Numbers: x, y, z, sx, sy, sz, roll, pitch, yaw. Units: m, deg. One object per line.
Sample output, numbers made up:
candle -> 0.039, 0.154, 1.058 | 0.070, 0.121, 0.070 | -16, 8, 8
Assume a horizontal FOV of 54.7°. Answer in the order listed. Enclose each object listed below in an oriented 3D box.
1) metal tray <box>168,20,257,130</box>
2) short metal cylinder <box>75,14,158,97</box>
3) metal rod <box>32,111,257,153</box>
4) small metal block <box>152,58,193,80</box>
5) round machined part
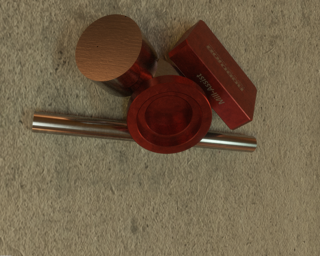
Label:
metal tray -> 0.075, -0.071, 0.408 | 0.130, 0.030, 0.090 | 47, 37, -14
short metal cylinder -> -0.049, -0.082, 0.358 | 0.080, 0.050, 0.080 | -5, 74, 18
metal rod -> -0.005, 0.008, 0.409 | 0.302, 0.025, 0.025 | 6, 88, -20
small metal block -> 0.008, -0.062, 0.398 | 0.050, 0.050, 0.025 | 25, 82, -19
round machined part -> 0.010, -0.019, 0.372 | 0.099, 0.042, 0.097 | -3, 124, -4
